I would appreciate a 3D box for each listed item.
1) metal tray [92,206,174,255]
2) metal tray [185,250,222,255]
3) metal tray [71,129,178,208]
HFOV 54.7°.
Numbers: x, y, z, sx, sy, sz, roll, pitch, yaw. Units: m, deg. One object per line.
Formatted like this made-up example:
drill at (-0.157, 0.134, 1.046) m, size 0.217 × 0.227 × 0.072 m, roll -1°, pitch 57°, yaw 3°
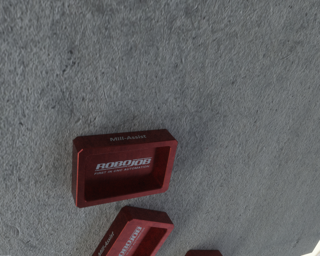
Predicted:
metal tray at (-0.047, 0.189, 0.494) m, size 0.091 × 0.030 × 0.129 m, roll 21°, pitch 107°, yaw -36°
metal tray at (0.067, 0.307, 0.629) m, size 0.091 × 0.030 × 0.129 m, roll 17°, pitch 110°, yaw -35°
metal tray at (-0.047, 0.051, 0.409) m, size 0.131 × 0.030 × 0.089 m, roll -5°, pitch 121°, yaw -26°
